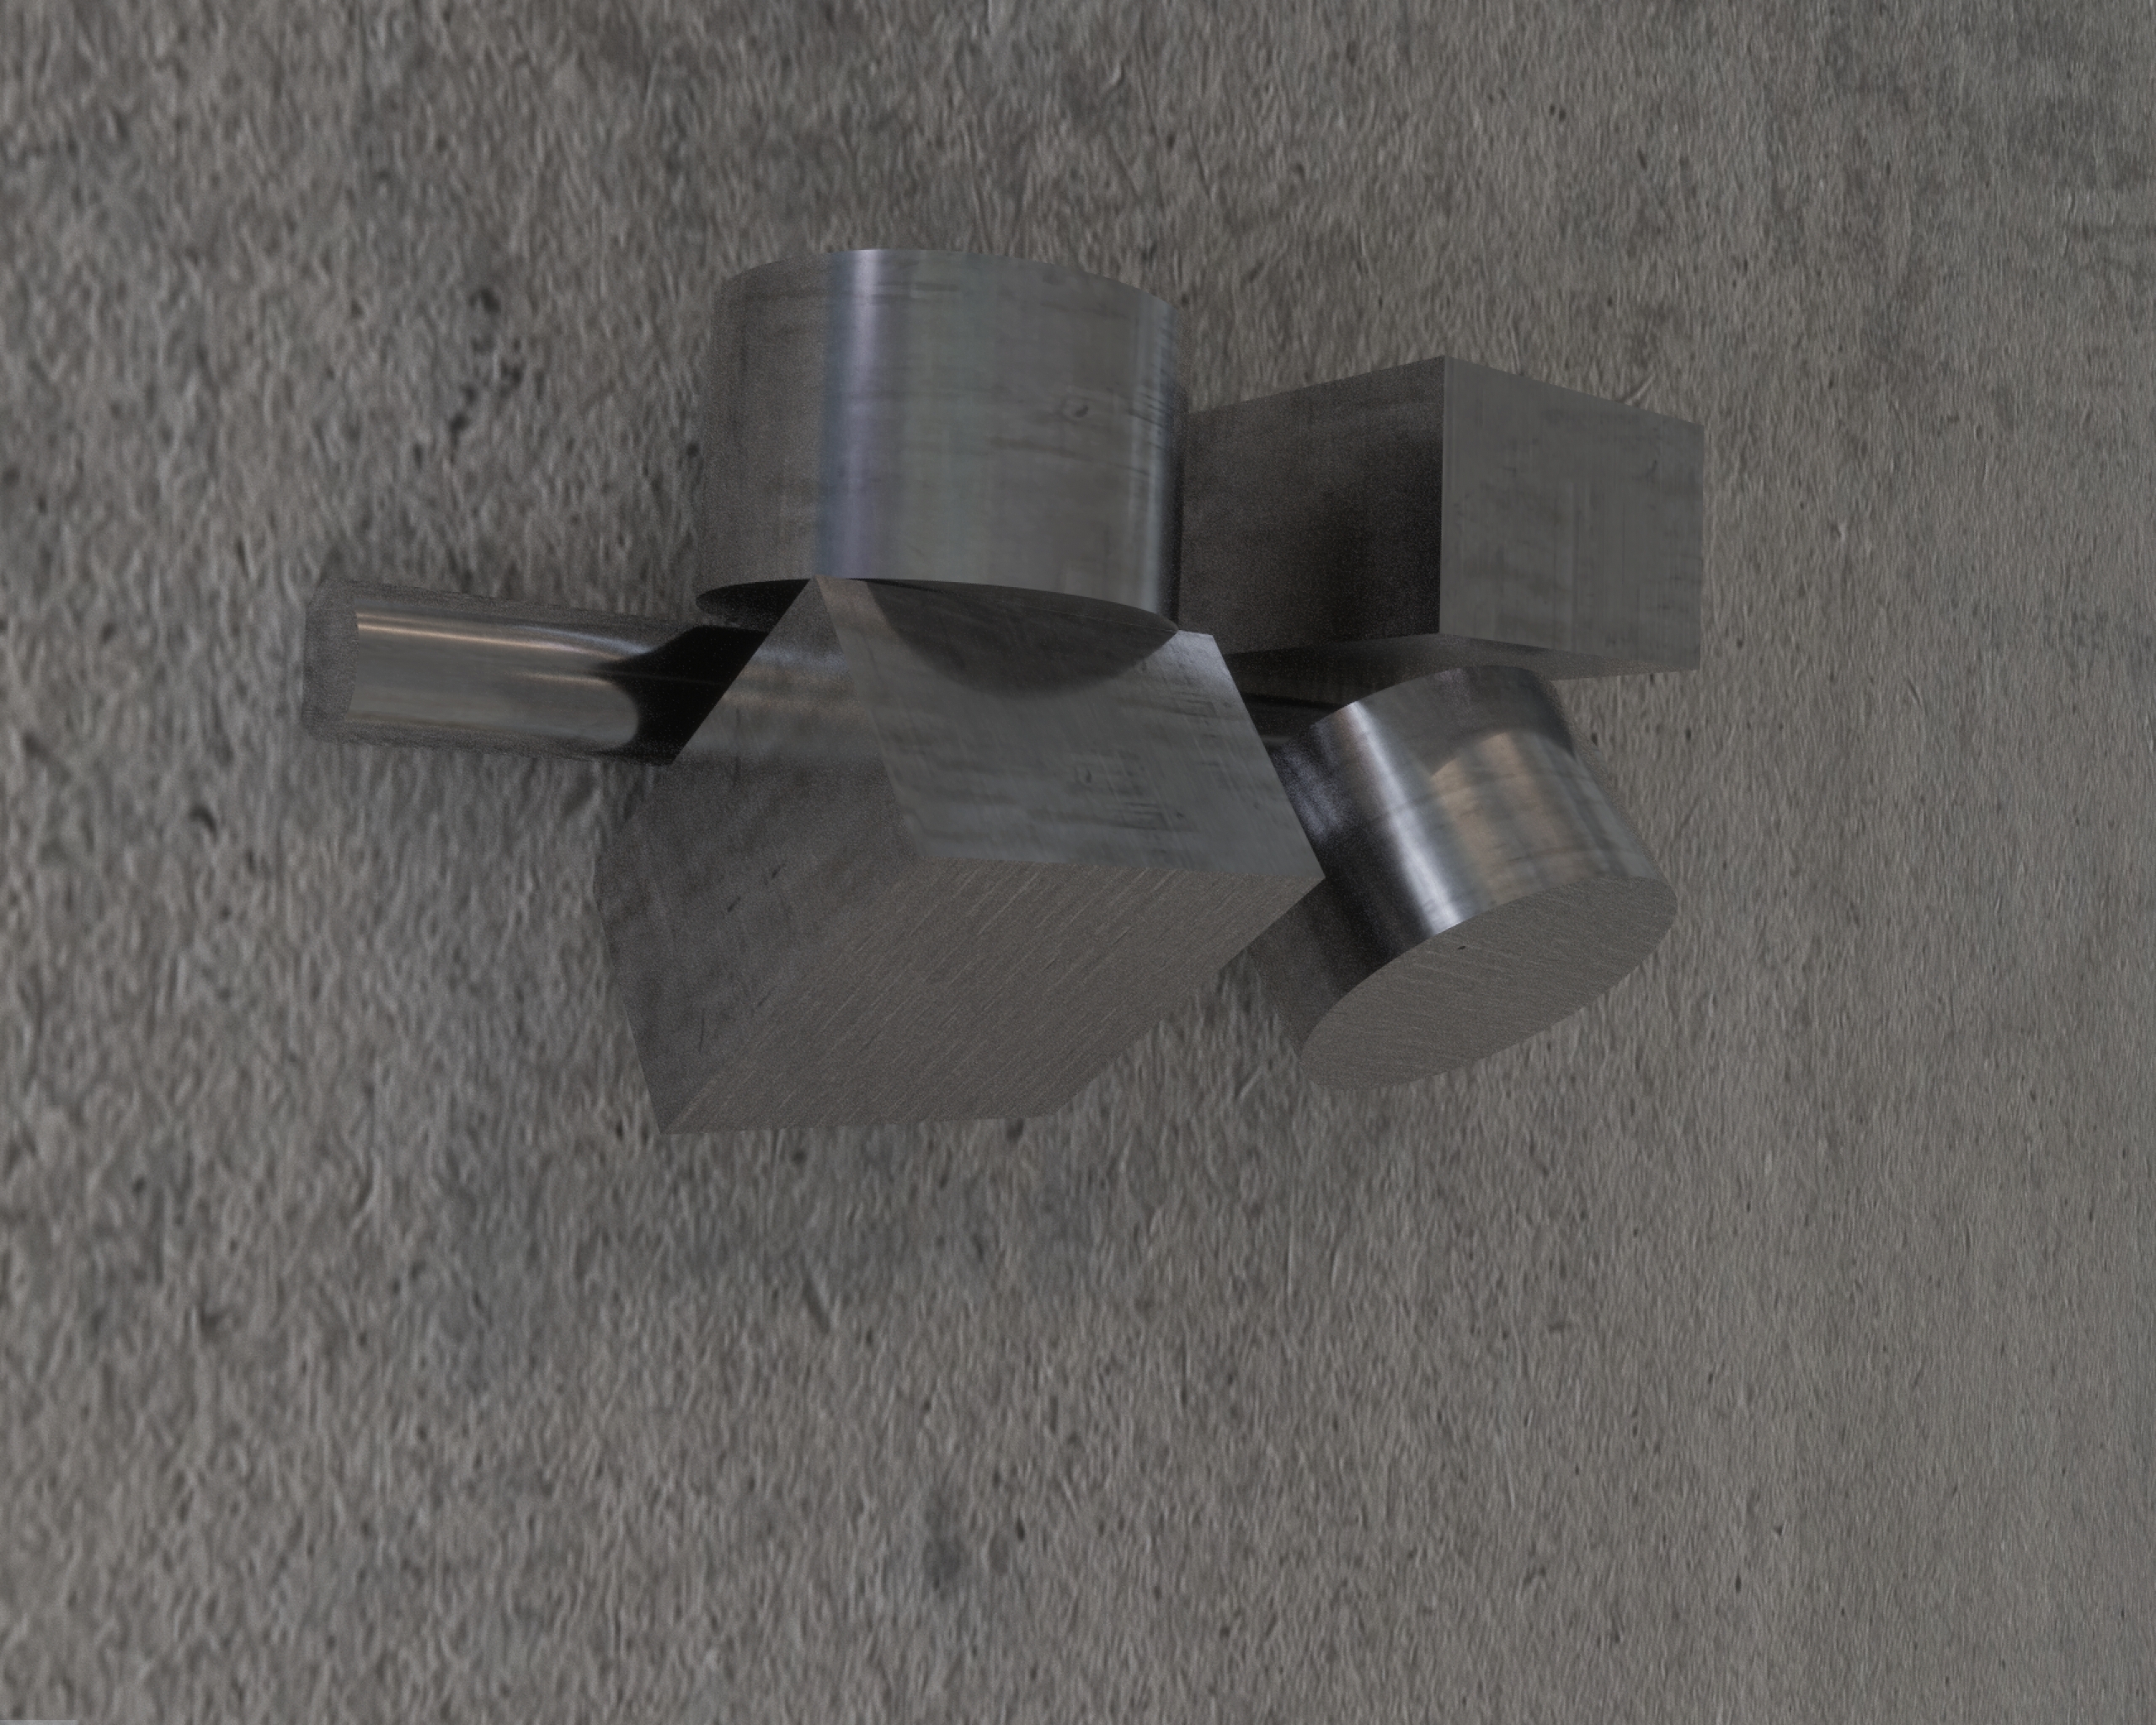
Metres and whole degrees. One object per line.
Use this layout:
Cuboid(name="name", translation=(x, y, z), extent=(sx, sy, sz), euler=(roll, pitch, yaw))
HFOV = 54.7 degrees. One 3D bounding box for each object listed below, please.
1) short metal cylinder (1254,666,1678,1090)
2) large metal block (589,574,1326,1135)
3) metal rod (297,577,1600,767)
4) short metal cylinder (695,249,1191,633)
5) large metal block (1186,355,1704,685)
Cuboid(name="short metal cylinder", translation=(0.073, 0.005, 0.423), extent=(0.081, 0.080, 0.050), euler=(2, 54, -40))
Cuboid(name="large metal block", translation=(-0.022, 0.002, 0.344), extent=(0.081, 0.080, 0.050), euler=(3, 54, -40))
Cuboid(name="metal rod", translation=(0.003, -0.025, 0.411), extent=(0.302, 0.025, 0.025), euler=(3, 88, -40))
Cuboid(name="short metal cylinder", translation=(-0.022, -0.066, 0.351), extent=(0.081, 0.080, 0.050), euler=(4, 88, -40))
Cuboid(name="large metal block", translation=(0.070, -0.065, 0.428), extent=(0.081, 0.080, 0.050), euler=(2, 89, -40))
